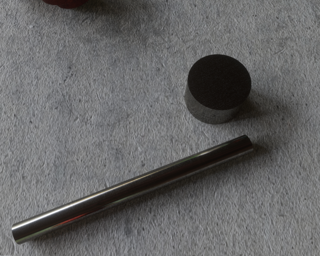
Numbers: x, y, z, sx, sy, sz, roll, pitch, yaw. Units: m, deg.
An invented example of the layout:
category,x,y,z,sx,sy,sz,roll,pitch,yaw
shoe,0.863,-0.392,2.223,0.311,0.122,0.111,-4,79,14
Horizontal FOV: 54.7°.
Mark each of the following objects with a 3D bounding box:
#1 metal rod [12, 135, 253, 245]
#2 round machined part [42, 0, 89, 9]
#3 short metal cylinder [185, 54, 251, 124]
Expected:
category,x,y,z,sx,sy,sz,roll,pitch,yaw
metal rod,-0.026,0.072,0.381,0.302,0.025,0.025,-20,72,-8
round machined part,-0.138,-0.221,0.470,0.098,0.042,0.098,-6,62,11
short metal cylinder,0.075,-0.051,0.414,0.081,0.050,0.080,0,70,0
